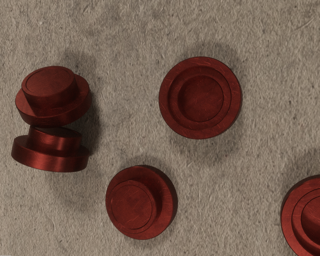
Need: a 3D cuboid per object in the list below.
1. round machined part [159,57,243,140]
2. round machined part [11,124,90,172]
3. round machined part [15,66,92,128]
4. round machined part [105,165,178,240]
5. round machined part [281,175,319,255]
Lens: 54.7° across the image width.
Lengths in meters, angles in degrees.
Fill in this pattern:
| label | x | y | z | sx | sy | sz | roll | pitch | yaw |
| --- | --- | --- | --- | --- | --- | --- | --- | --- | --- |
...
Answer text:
| label | x | y | z | sx | sy | sz | roll | pitch | yaw |
| --- | --- | --- | --- | --- | --- | --- | --- | --- | --- |
| round machined part | 0.052 | -0.035 | 0.381 | 0.098 | 0.042 | 0.097 | 0 | 90 | 19 |
| round machined part | -0.144 | 0.023 | 0.419 | 0.098 | 0.098 | 0.042 | 17 | 98 | 19 |
| round machined part | -0.145 | -0.048 | 0.419 | 0.098 | 0.098 | 0.042 | 17 | 138 | 19 |
| round machined part | -0.029 | 0.100 | 0.409 | 0.098 | 0.042 | 0.097 | 0 | 90 | 19 |
| round machined part | 0.183 | 0.098 | 0.336 | 0.098 | 0.042 | 0.097 | 0 | 90 | 19 |
